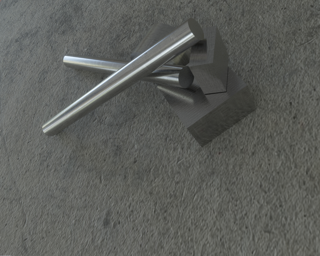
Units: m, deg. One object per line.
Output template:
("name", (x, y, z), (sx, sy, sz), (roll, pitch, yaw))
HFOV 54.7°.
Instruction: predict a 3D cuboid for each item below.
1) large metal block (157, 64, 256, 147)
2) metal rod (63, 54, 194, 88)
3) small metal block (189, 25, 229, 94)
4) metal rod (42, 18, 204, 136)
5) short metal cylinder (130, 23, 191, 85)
("large metal block", (0.056, -0.038, 0.380), (0.080, 0.050, 0.080), (-36, 51, 5))
("metal rod", (-0.068, -0.090, 0.458), (0.300, 0.025, 0.025), (19, 71, 47))
("small metal block", (0.055, -0.073, 0.336), (0.025, 0.050, 0.050), (-4, 60, 26))
("metal rod", (-0.070, -0.049, 0.402), (0.299, 0.025, 0.025), (-25, 50, 38))
("short metal cylinder", (0.007, -0.096, 0.426), (0.080, 0.080, 0.050), (23, 74, 36))
